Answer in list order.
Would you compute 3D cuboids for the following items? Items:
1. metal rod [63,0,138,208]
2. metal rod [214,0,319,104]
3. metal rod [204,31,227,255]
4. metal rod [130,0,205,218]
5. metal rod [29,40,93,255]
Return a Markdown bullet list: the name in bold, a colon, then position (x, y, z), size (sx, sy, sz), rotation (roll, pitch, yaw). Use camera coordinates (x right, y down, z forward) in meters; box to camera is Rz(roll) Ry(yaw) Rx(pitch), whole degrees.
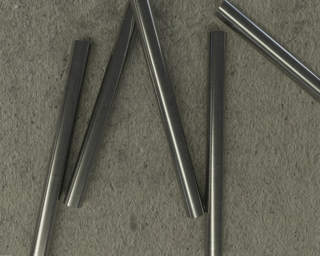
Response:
- **metal rod**: position (-0.070, -0.042, 0.409), size (0.025, 0.025, 0.298), rotation (18, 90, 0)
- **metal rod**: position (0.195, -0.063, 0.411), size (0.300, 0.025, 0.025), rotation (40, 90, 0)
- **metal rod**: position (0.073, 0.024, 0.410), size (0.025, 0.025, 0.298), rotation (1, 90, 0)
- **metal rod**: position (0.009, -0.030, 0.396), size (0.025, 0.025, 0.298), rotation (-15, 95, 0)
- **metal rod**: position (-0.131, 0.034, 0.408), size (0.025, 0.025, 0.298), rotation (12, 90, 0)
